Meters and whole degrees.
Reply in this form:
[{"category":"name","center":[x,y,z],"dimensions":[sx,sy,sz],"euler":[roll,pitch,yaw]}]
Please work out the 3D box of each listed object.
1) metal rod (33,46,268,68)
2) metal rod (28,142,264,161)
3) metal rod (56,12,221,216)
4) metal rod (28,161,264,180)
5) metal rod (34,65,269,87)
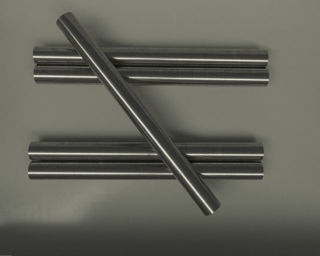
[{"category":"metal rod","center":[-0.012,-0.093,0.409],"dimensions":[0.302,0.025,0.025],"euler":[1,90,0]},{"category":"metal rod","center":[-0.017,0.031,0.409],"dimensions":[0.302,0.025,0.025],"euler":[0,90,0]},{"category":"metal rod","center":[-0.026,-0.017,0.385],"dimensions":[0.025,0.025,0.300],"euler":[-38,90,0]},{"category":"metal rod","center":[-0.018,0.056,0.409],"dimensions":[0.302,0.025,0.025],"euler":[0,90,0]},{"category":"metal rod","center":[-0.011,-0.069,0.409],"dimensions":[0.302,0.025,0.025],"euler":[1,90,0]}]
